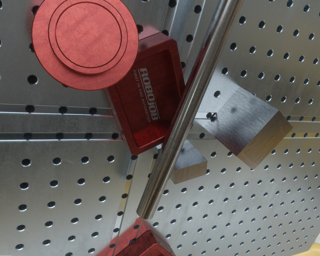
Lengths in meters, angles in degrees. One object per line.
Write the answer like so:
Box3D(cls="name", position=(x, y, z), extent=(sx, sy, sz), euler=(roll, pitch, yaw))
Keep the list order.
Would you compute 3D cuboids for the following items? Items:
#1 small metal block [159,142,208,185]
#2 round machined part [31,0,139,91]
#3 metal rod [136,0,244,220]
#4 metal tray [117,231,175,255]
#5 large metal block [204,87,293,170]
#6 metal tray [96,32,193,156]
Box3D(cls="small metal block", position=(0.033, 0.049, 0.445), extent=(0.050, 0.050, 0.025), euler=(-14, 124, -21))
Box3D(cls="round machined part", position=(-0.068, -0.084, 0.290), extent=(0.099, 0.042, 0.097), euler=(-2, 98, -17))
Box3D(cls="metal rod", position=(0.028, -0.010, 0.382), extent=(0.025, 0.025, 0.298), euler=(7, 115, -32))
Box3D(cls="metal tray", position=(-0.042, 0.246, 0.539), extent=(0.130, 0.030, 0.090), euler=(-38, 130, -3))
Box3D(cls="large metal block", position=(0.125, -0.001, 0.446), extent=(0.080, 0.080, 0.050), euler=(-49, 129, 6))
Box3D(cls="metal tray", position=(-0.015, -0.038, 0.377), extent=(0.091, 0.030, 0.129), euler=(-25, 128, -13))
